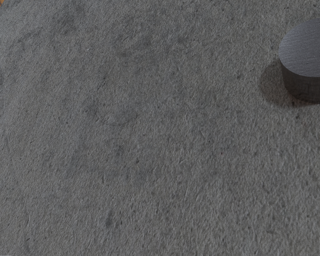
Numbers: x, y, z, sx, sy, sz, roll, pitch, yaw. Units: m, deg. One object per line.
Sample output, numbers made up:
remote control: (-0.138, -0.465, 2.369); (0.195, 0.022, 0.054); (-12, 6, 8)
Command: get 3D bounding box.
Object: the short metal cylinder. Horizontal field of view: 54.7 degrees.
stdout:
short metal cylinder: (0.176, -0.074, 0.341); (0.080, 0.050, 0.080); (-13, 56, 21)
